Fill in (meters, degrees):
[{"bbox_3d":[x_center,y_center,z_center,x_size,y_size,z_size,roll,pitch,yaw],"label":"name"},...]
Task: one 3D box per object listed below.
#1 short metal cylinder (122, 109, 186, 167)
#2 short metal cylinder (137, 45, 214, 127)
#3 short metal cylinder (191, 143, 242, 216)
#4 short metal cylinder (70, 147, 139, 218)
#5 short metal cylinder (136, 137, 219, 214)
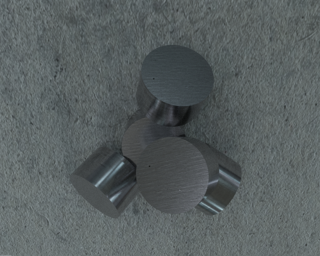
[{"bbox_3d":[-0.007,0.015,0.403,0.081,0.050,0.079,0,110,-1],"label":"short metal cylinder"},{"bbox_3d":[0.016,-0.048,0.357,0.080,0.080,0.050,13,153,-5],"label":"short metal cylinder"},{"bbox_3d":[0.060,0.067,0.406,0.050,0.080,0.080,33,107,-12],"label":"short metal cylinder"},{"bbox_3d":[-0.069,0.071,0.401,0.080,0.050,0.080,27,146,21],"label":"short metal cylinder"},{"bbox_3d":[0.021,0.050,0.345,0.080,0.050,0.080,-1,88,22],"label":"short metal cylinder"}]
